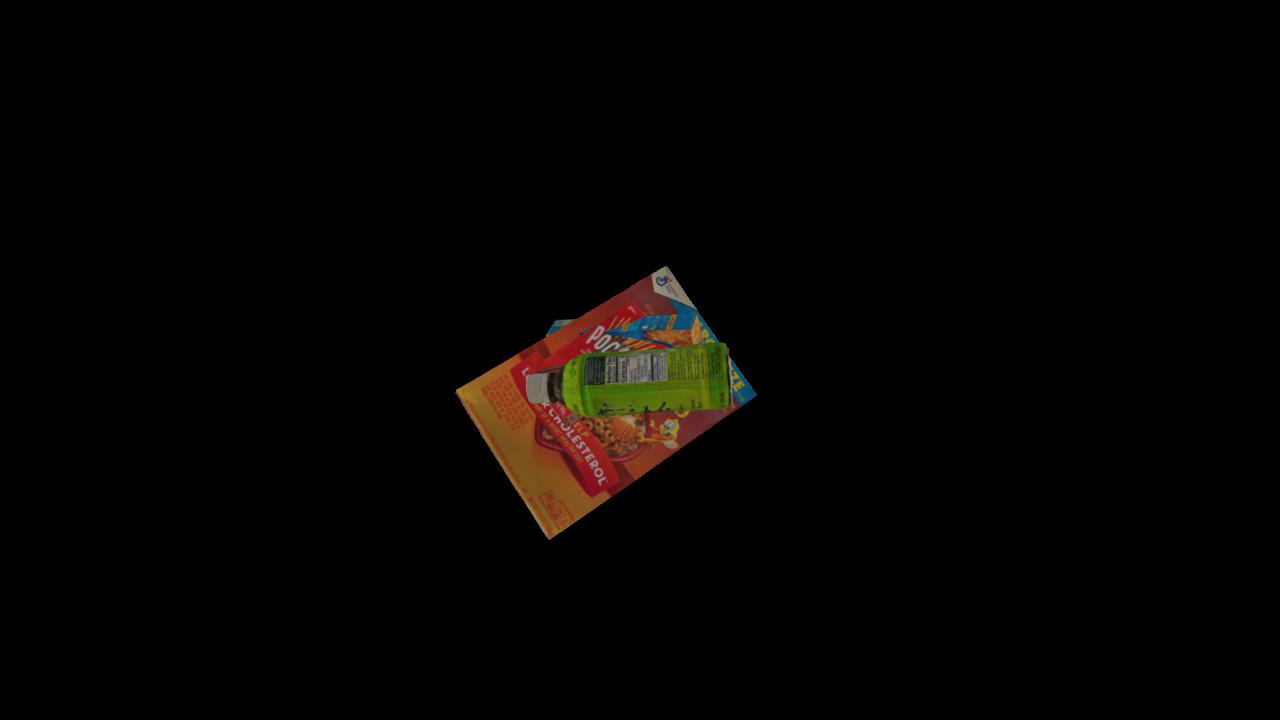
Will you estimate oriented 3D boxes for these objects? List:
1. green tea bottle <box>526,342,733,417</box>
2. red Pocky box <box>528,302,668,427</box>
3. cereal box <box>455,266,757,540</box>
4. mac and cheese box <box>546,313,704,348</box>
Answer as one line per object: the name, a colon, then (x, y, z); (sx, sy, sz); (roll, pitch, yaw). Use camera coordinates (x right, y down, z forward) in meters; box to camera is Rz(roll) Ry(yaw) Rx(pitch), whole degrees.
green tea bottle: (-0.012, 0.022, 0.637); (0.212, 0.073, 0.073); (-2, 0, 7)
red Pocky box: (-0.045, 0.002, 0.712); (0.155, 0.083, 0.028); (-35, -31, -14)
cereal box: (-0.037, 0.045, 0.754); (0.306, 0.203, 0.081); (-32, -5, -16)
mac and cheese box: (-0.014, -0.007, 0.749); (0.184, 0.093, 0.041); (-1, 36, 21)
